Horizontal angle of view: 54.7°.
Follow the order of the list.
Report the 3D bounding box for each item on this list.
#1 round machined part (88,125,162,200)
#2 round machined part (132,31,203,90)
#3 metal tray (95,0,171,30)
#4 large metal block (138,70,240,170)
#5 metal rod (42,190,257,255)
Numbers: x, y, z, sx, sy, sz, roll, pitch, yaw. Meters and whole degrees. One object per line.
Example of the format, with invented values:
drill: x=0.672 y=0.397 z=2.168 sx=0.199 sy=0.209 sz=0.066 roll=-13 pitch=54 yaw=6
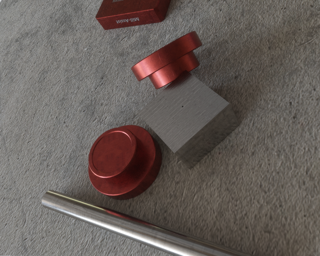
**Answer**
round machined part: x=-0.051 y=0.038 z=0.395 sx=0.098 sy=0.042 sz=0.098 roll=-13 pitch=56 yaw=20
round machined part: x=0.014 y=-0.086 z=0.416 sx=0.098 sy=0.042 sz=0.098 roll=-29 pitch=9 yaw=5
metal tray: x=-0.045 y=-0.228 z=0.563 sx=0.130 sy=0.030 sz=0.090 roll=3 pitch=63 yaw=29
large metal block: x=0.034 y=-0.011 z=0.376 sx=0.080 sy=0.050 sz=0.080 roll=-42 pitch=51 yaw=-1
metal rod: x=-0.022 y=0.114 z=0.344 sx=0.300 sy=0.025 sz=0.025 roll=8 pitch=66 yaw=31
